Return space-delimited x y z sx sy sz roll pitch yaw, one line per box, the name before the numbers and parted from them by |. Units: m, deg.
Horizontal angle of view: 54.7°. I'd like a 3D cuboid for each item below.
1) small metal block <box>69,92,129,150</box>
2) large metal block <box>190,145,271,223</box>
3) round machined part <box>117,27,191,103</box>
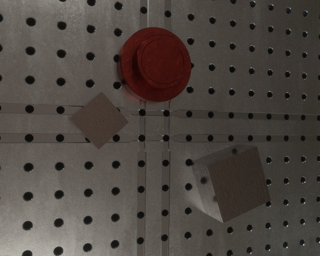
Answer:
small metal block | -0.076 -0.009 0.385 0.050 0.025 0.050 -44 104 -15
large metal block | 0.099 0.075 0.438 0.081 0.050 0.080 -18 97 -19
round machined part | -0.003 -0.083 0.403 0.099 0.042 0.097 0 90 -20
